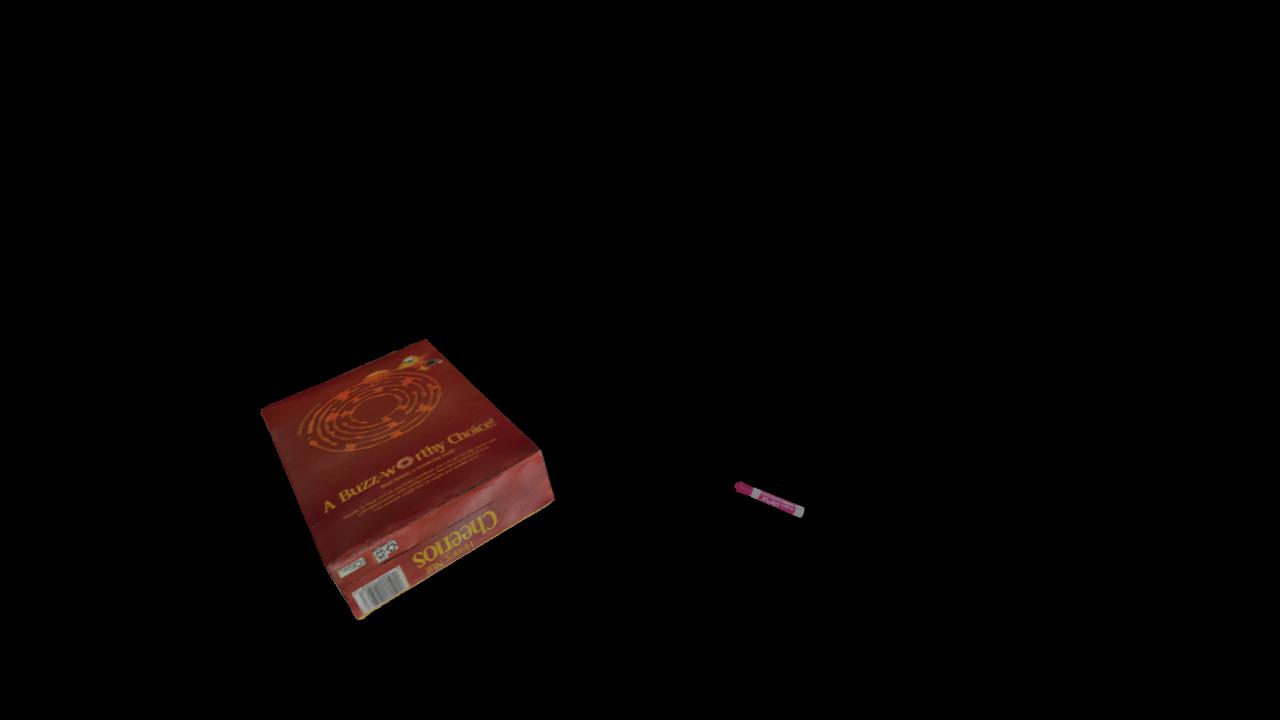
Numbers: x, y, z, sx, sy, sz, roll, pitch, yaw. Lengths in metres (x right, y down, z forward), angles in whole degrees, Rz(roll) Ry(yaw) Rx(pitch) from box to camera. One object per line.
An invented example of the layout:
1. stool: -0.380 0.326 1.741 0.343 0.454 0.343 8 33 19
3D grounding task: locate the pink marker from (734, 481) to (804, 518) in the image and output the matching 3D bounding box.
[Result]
1. pink marker: 0.214 0.231 1.021 0.121 0.020 0.020 23 -1 -1

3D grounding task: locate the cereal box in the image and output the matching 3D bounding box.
1. cereal box: -0.256 0.097 0.651 0.203 0.081 0.306 -28 37 -28
